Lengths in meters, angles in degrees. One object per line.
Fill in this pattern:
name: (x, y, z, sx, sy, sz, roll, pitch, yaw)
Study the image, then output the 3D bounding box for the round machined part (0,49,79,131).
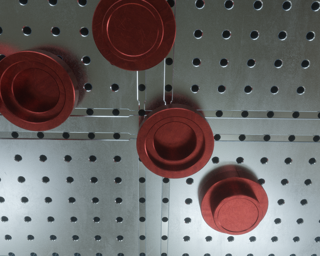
round machined part: (-0.150, -0.048, 0.384, 0.099, 0.042, 0.097, 0, 110, -1)

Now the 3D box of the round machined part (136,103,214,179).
round machined part: (0.019, 0.014, 0.410, 0.099, 0.042, 0.097, 0, 110, -1)

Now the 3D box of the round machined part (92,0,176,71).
round machined part: (-0.030, -0.115, 0.361, 0.099, 0.042, 0.097, 0, 110, -1)

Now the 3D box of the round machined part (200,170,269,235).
round machined part: (0.108, 0.114, 0.448, 0.099, 0.042, 0.097, 0, 110, -1)
